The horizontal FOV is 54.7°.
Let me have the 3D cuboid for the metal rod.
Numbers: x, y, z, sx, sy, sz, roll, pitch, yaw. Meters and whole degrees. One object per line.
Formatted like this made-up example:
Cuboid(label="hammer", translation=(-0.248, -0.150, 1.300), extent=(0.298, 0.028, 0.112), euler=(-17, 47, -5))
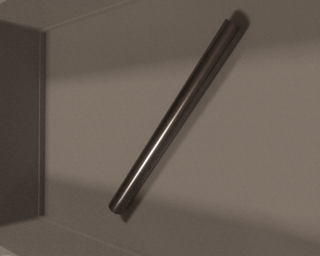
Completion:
Cuboid(label="metal rod", translation=(0.009, 0.003, 0.397), extent=(0.025, 0.025, 0.298), euler=(47, 117, 29))
